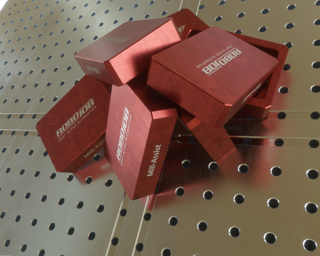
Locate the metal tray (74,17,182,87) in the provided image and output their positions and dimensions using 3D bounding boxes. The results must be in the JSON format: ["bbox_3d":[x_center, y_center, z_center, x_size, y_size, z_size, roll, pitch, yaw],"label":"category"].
[{"bbox_3d":[-0.044,-0.095,0.374,0.090,0.030,0.130,-38,29,-15],"label":"metal tray"}]

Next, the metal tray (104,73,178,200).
[{"bbox_3d":[-0.029,0.008,0.360,0.030,0.129,0.090,-11,44,-31],"label":"metal tray"}]

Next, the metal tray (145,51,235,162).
[{"bbox_3d":[0.028,-0.028,0.370,0.030,0.090,0.130,-39,50,3],"label":"metal tray"}]

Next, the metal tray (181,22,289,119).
[{"bbox_3d":[0.079,-0.073,0.381,0.130,0.030,0.090,19,70,14],"label":"metal tray"}]

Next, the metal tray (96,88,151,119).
[{"bbox_3d":[-0.067,-0.051,0.472,0.130,0.030,0.090,-43,51,-2],"label":"metal tray"}]

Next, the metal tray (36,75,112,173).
[{"bbox_3d":[-0.110,-0.009,0.440,0.130,0.030,0.090,-41,66,15],"label":"metal tray"}]

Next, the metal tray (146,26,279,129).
[{"bbox_3d":[0.060,-0.061,0.331,0.090,0.030,0.131,35,45,18],"label":"metal tray"}]

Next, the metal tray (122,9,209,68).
[{"bbox_3d":[0.007,-0.117,0.450,0.131,0.030,0.090,-28,53,-8],"label":"metal tray"}]
